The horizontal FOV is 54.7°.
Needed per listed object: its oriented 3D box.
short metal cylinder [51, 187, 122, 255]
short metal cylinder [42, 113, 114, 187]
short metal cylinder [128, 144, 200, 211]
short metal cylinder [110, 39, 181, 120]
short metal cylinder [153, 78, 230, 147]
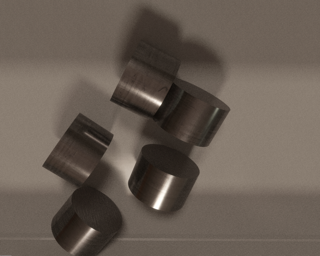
[{"bbox_3d":[-0.100,0.129,0.428,0.080,0.080,0.050,36,106,-13],"label":"short metal cylinder"},{"bbox_3d":[-0.102,0.028,0.391,0.050,0.080,0.080,35,106,-12],"label":"short metal cylinder"},{"bbox_3d":[0.005,0.063,0.405,0.080,0.080,0.050,20,109,-8],"label":"short metal cylinder"},{"bbox_3d":[-0.017,-0.056,0.361,0.050,0.080,0.080,27,108,-9],"label":"short metal cylinder"},{"bbox_3d":[0.037,-0.020,0.375,0.080,0.080,0.050,25,108,-9],"label":"short metal cylinder"}]
